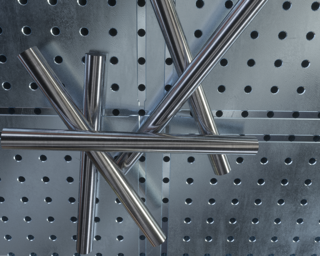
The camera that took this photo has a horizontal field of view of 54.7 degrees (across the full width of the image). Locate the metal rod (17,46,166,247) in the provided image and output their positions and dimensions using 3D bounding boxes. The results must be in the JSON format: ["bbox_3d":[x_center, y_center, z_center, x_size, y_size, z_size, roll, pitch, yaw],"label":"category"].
[{"bbox_3d":[-0.078,0.035,0.396,0.025,0.025,0.299,-29,106,10],"label":"metal rod"}]

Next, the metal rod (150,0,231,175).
[{"bbox_3d":[0.034,-0.071,0.387,0.025,0.025,0.299,-20,109,7],"label":"metal rod"}]

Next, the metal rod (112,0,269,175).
[{"bbox_3d":[0.016,-0.033,0.378,0.025,0.025,0.299,33,115,-12],"label":"metal rod"}]

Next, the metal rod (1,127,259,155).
[{"bbox_3d":[-0.025,0.017,0.375,0.302,0.025,0.025,2,111,-11],"label":"metal rod"}]

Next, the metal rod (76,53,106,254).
[{"bbox_3d":[-0.098,0.049,0.429,0.025,0.025,0.298,7,110,-3],"label":"metal rod"}]
